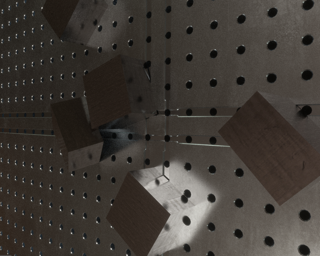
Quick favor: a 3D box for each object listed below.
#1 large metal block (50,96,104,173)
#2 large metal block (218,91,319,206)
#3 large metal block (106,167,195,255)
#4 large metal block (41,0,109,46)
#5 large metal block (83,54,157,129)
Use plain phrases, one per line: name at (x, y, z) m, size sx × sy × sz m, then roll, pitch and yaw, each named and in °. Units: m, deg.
large metal block at (-0.128, 0.011, 0.475) m, size 0.080 × 0.050 × 0.080 m, roll 63°, pitch 154°, yaw 20°
large metal block at (0.113, 0.015, 0.280) m, size 0.050 × 0.081 × 0.080 m, roll -51°, pitch 61°, yaw 28°
large metal block at (-0.014, 0.110, 0.403) m, size 0.080 × 0.050 × 0.079 m, roll 39°, pitch 114°, yaw 32°
large metal block at (-0.141, -0.196, 0.507) m, size 0.080 × 0.050 × 0.080 m, roll -51°, pitch 60°, yaw 27°
large metal block at (-0.058, -0.047, 0.438) m, size 0.080 × 0.050 × 0.080 m, roll -19°, pitch 78°, yaw 37°
